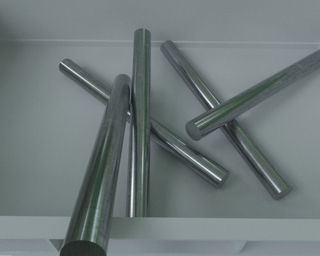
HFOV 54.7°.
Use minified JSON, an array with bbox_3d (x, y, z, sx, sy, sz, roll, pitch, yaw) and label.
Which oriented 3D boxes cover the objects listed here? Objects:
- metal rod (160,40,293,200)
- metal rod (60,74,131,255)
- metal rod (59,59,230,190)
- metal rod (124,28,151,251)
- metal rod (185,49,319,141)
[{"bbox_3d":[0.075,-0.031,0.432,0.025,0.025,0.300,-19,53,-16],"label":"metal rod"},{"bbox_3d":[-0.047,0.003,0.303,0.025,0.025,0.300,-1,27,-2],"label":"metal rod"},{"bbox_3d":[-0.037,-0.018,0.419,0.300,0.025,0.025,36,58,26],"label":"metal rod"},{"bbox_3d":[-0.024,-0.009,0.381,0.025,0.025,0.299,0,59,-1],"label":"metal rod"},{"bbox_3d":[0.154,-0.058,0.433,0.302,0.025,0.025,-28,56,-30],"label":"metal rod"}]
